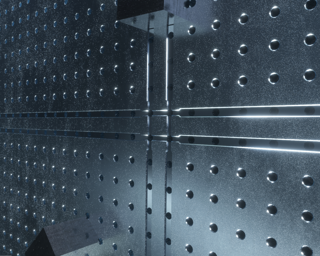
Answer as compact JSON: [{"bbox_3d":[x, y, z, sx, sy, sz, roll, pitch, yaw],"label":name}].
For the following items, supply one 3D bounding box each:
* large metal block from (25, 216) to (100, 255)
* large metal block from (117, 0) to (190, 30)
[{"bbox_3d":[-0.160,0.196,0.507,0.080,0.081,0.050,-51,60,28],"label":"large metal block"},{"bbox_3d":[-0.008,-0.179,0.401,0.080,0.050,0.080,5,93,40],"label":"large metal block"}]
